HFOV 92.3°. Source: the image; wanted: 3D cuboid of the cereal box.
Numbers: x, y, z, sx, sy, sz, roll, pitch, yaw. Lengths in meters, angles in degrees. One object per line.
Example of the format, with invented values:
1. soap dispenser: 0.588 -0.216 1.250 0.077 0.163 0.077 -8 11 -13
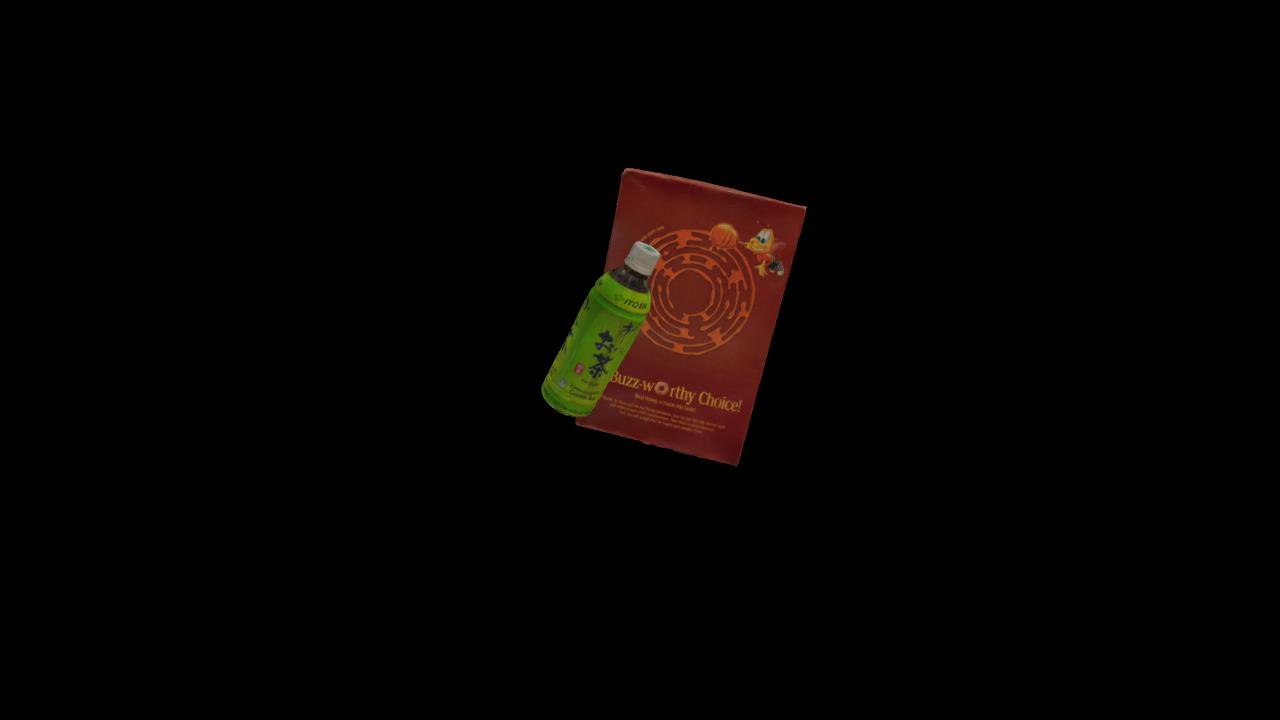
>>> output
1. cereal box: 0.053 -0.049 0.716 0.203 0.306 0.081 13 13 6

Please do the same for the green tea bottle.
1. green tea bottle: -0.039 -0.035 0.690 0.073 0.212 0.073 25 22 -11
